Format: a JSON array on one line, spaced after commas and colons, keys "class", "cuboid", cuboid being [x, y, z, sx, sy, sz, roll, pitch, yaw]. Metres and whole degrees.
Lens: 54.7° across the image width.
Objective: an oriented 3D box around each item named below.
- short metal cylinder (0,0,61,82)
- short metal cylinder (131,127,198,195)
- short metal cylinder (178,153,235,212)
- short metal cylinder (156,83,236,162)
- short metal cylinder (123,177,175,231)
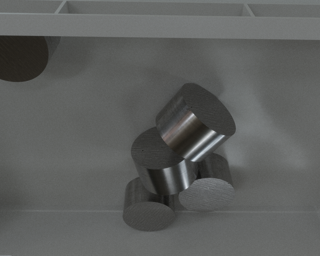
[{"class": "short metal cylinder", "cuboid": [-0.147, -0.094, 0.311, 0.081, 0.050, 0.079, 0, 130, 0]}, {"class": "short metal cylinder", "cuboid": [0.007, 0.041, 0.408, 0.080, 0.080, 0.050, -9, 130, 7]}, {"class": "short metal cylinder", "cuboid": [0.067, 0.082, 0.463, 0.081, 0.050, 0.079, 0, 130, 0]}, {"class": "short metal cylinder", "cuboid": [0.042, -0.007, 0.367, 0.080, 0.080, 0.050, 28, 125, -22]}, {"class": "short metal cylinder", "cuboid": [-0.017, 0.121, 0.496, 0.081, 0.050, 0.079, 0, 130, 0]}]
